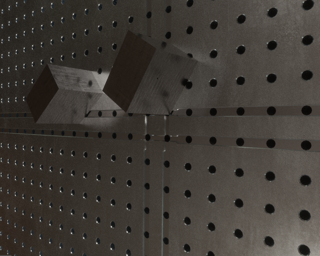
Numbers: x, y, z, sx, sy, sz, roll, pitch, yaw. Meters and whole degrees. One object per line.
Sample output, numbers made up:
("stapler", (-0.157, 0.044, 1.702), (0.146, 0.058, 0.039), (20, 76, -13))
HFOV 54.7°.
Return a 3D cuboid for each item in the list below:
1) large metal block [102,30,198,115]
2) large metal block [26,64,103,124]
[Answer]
("large metal block", (-0.011, -0.064, 0.381), (0.050, 0.081, 0.079), (42, 115, 32))
("large metal block", (-0.153, -0.051, 0.497), (0.080, 0.081, 0.050), (-45, 64, 30))
